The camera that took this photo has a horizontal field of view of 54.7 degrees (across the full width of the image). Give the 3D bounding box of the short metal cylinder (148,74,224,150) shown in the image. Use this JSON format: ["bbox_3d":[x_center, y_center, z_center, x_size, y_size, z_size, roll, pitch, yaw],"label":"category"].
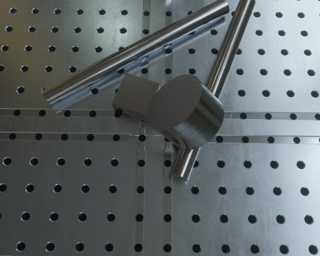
[{"bbox_3d":[0.032,-0.019,0.384,0.080,0.050,0.080,-26,44,29],"label":"short metal cylinder"}]

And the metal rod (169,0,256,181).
[{"bbox_3d":[0.080,-0.068,0.437,0.025,0.025,0.300,21,71,7],"label":"metal rod"}]

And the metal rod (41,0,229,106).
[{"bbox_3d":[-0.028,-0.115,0.453,0.302,0.025,0.025,-30,73,-11],"label":"metal rod"}]

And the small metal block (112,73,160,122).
[{"bbox_3d":[-0.032,-0.042,0.427,0.050,0.025,0.050,19,71,6],"label":"small metal block"}]
